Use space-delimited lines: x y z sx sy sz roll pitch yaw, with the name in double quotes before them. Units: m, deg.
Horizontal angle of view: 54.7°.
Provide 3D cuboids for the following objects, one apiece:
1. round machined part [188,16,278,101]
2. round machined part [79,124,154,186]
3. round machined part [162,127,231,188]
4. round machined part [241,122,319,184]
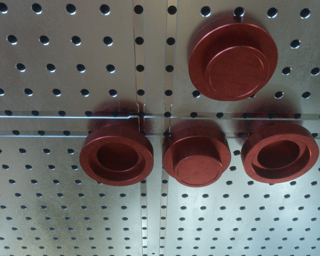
"round machined part" 0.081 -0.069 0.343 0.099 0.042 0.097 0 130 0
"round machined part" -0.058 0.034 0.428 0.099 0.042 0.097 -1 130 0
"round machined part" 0.052 0.048 0.442 0.099 0.042 0.097 0 130 0
"round machined part" 0.161 0.030 0.429 0.099 0.042 0.097 0 130 0
